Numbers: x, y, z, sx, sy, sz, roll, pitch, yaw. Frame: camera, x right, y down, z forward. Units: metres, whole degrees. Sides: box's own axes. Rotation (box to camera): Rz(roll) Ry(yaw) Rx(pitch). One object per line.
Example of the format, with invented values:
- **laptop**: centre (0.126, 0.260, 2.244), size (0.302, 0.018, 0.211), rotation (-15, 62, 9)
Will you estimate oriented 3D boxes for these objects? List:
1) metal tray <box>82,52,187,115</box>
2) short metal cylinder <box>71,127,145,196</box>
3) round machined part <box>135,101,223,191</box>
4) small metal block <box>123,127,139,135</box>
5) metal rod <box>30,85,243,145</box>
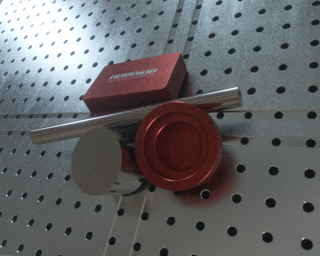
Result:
- **metal tray**: centre (-0.035, -0.063, 0.442), size (0.130, 0.030, 0.090), rotation (-4, 41, 25)
- **short metal cylinder**: centre (-0.062, 0.042, 0.382), size (0.080, 0.050, 0.080), rotation (-7, 76, 32)
- **round machined part**: centre (0.024, 0.021, 0.356), size (0.098, 0.042, 0.097), rotation (-3, 82, 24)
- **small metal block**: centre (-0.037, 0.012, 0.430), size (0.050, 0.025, 0.050), rotation (20, 72, 35)
- **metal rod**: centre (-0.047, -0.011, 0.405), size (0.301, 0.025, 0.025), rotation (-10, 58, 22)
